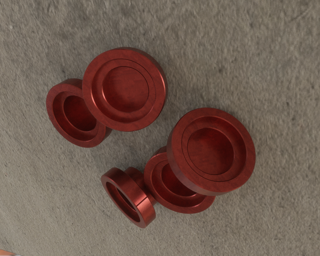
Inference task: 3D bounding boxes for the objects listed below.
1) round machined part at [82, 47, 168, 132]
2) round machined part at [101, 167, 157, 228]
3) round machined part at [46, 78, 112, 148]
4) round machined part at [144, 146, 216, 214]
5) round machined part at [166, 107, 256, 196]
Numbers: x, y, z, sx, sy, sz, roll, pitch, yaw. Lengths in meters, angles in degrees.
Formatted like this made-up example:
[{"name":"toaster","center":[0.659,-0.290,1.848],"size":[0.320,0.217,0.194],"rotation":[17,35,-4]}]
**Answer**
[{"name":"round machined part","center":[-0.039,-0.048,0.373],"size":[0.098,0.042,0.097],"rotation":[3,111,9]},{"name":"round machined part","center":[-0.040,0.097,0.459],"size":[0.098,0.042,0.097],"rotation":[37,150,27]},{"name":"round machined part","center":[-0.106,-0.024,0.434],"size":[0.098,0.042,0.097],"rotation":[14,125,21]},{"name":"round machined part","center":[0.031,0.063,0.415],"size":[0.098,0.042,0.097],"rotation":[11,121,18]},{"name":"round machined part","center":[0.054,0.029,0.354],"size":[0.098,0.098,0.042],"rotation":[38,152,2]}]
